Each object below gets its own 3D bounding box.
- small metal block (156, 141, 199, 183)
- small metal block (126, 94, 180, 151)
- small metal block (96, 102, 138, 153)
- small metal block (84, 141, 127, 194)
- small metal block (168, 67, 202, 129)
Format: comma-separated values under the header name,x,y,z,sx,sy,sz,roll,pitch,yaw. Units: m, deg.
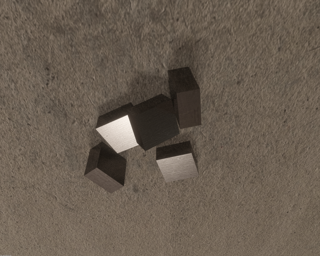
name,x,y,z,sx,sy,sz,roll,pitch,yaw
small metal block,0.026,0.049,0.450,0.050,0.025,0.050,-13,129,10
small metal block,-0.008,-0.007,0.382,0.050,0.025,0.050,-26,122,-18
small metal block,-0.047,0.001,0.407,0.050,0.025,0.050,-22,127,17
small metal block,-0.075,0.056,0.437,0.025,0.050,0.050,-33,123,24
small metal block,0.028,-0.035,0.359,0.025,0.050,0.050,-11,130,-3
